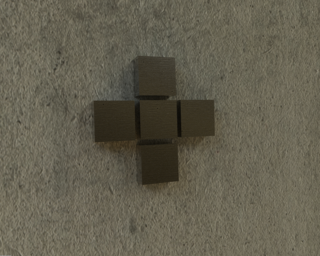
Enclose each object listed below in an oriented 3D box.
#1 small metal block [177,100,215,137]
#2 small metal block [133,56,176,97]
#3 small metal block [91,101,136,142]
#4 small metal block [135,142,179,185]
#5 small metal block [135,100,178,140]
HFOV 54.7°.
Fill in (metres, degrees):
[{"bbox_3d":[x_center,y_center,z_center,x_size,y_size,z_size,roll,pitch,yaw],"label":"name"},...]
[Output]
[{"bbox_3d":[0.047,-0.013,0.429,0.050,0.025,0.050,-2,91,-20],"label":"small metal block"},{"bbox_3d":[-0.007,-0.067,0.408,0.050,0.025,0.050,-2,91,-20],"label":"small metal block"},{"bbox_3d":[-0.059,-0.009,0.389,0.050,0.025,0.050,-2,91,-20],"label":"small metal block"},{"bbox_3d":[-0.004,0.046,0.410,0.050,0.025,0.050,-2,91,-20],"label":"small metal block"},{"bbox_3d":[-0.006,-0.011,0.409,0.050,0.025,0.050,-2,91,-20],"label":"small metal block"}]
